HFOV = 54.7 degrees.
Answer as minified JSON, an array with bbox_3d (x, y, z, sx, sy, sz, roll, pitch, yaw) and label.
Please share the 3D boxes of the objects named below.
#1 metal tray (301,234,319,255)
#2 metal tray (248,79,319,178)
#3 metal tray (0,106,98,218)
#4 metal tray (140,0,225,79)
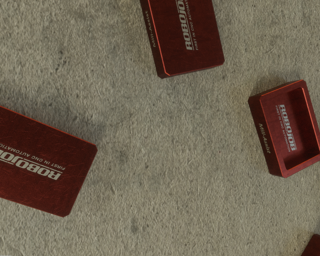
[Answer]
[{"bbox_3d":[0.283,0.249,0.511,0.130,0.030,0.090,41,77,-16],"label":"metal tray"},{"bbox_3d":[0.197,0.000,0.478,0.091,0.030,0.129,-21,97,-19],"label":"metal tray"},{"bbox_3d":[-0.149,0.037,0.351,0.131,0.030,0.090,25,82,-19],"label":"metal tray"},{"bbox_3d":[0.029,-0.139,0.417,0.091,0.030,0.129,-15,95,-20],"label":"metal tray"}]
